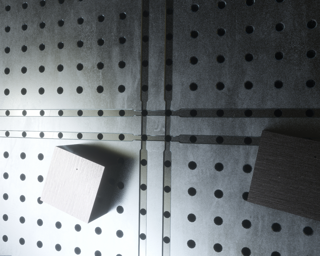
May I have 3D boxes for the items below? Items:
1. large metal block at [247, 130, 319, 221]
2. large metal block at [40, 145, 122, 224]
[{"bbox_3d":[0.148,0.050,0.347,0.080,0.050,0.079,12,94,19],"label":"large metal block"},{"bbox_3d":[-0.110,0.075,0.437,0.080,0.050,0.080,19,96,18],"label":"large metal block"}]
